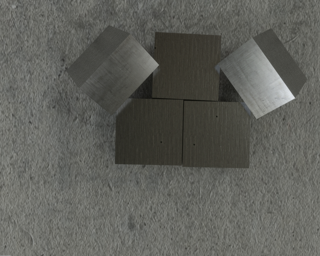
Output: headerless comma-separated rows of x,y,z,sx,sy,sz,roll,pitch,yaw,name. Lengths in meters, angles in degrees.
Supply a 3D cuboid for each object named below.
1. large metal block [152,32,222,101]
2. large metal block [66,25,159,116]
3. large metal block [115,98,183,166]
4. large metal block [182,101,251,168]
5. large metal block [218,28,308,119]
0.032,-0.075,0.399,0.081,0.050,0.079,3,90,-1,large metal block
-0.060,-0.073,0.376,0.080,0.080,0.050,-47,125,0,large metal block
-0.013,0.004,0.398,0.081,0.050,0.079,1,90,-1,large metal block
0.068,0.008,0.398,0.081,0.050,0.079,1,90,-1,large metal block
0.128,-0.069,0.379,0.050,0.080,0.080,-35,90,40,large metal block
